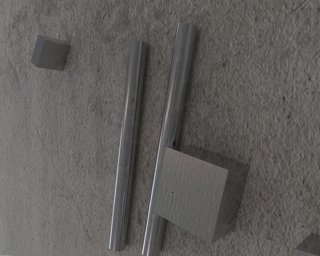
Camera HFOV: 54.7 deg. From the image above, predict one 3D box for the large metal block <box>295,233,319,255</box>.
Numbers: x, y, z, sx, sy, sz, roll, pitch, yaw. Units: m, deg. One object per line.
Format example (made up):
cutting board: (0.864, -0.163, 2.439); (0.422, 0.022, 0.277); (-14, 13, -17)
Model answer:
large metal block: (0.160, 0.144, 0.257); (0.080, 0.050, 0.079); (3, 92, 40)

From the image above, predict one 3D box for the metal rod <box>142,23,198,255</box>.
metal rod: (0.010, 0.021, 0.396); (0.025, 0.025, 0.298); (15, 99, 39)

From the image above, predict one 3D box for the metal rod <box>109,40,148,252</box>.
metal rod: (-0.046, 0.029, 0.443); (0.025, 0.025, 0.298); (11, 97, 39)

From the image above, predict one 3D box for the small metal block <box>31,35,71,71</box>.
small metal block: (-0.193, -0.132, 0.548); (0.025, 0.050, 0.050); (38, 113, 33)

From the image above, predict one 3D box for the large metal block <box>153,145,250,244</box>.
large metal block: (0.045, 0.069, 0.351); (0.080, 0.050, 0.079); (18, 102, 38)
